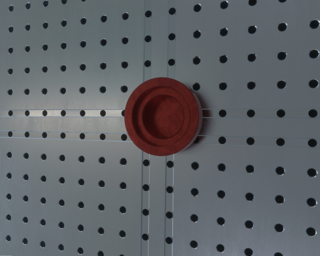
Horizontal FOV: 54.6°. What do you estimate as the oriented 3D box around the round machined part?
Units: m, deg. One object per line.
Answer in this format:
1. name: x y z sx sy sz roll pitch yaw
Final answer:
1. round machined part: 0.007 -0.014 0.401 0.098 0.042 0.097 0 90 20
